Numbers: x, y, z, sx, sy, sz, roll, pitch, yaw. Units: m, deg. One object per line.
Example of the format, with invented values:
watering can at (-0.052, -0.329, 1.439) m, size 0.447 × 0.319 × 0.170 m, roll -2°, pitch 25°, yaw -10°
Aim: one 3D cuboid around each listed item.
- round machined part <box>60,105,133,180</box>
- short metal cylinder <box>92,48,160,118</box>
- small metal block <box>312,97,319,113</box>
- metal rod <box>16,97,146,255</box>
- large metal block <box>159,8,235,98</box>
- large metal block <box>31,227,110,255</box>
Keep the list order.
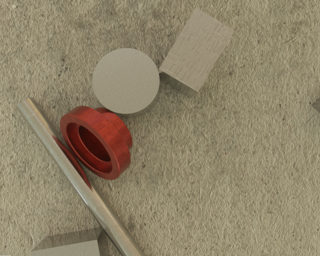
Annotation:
round machined part at (-0.073, 0.013, 0.382) m, size 0.098 × 0.098 × 0.042 m, roll 47°, pitch 55°, yaw -1°
short metal cylinder at (-0.040, -0.055, 0.394) m, size 0.081 × 0.050 × 0.080 m, roll 0°, pitch 86°, yaw 1°
small metal block at (0.244, -0.031, 0.413) m, size 0.050 × 0.025 × 0.050 m, roll 44°, pitch 90°, yaw -1°
metal rod at (-0.091, 0.089, 0.408) m, size 0.025 × 0.025 × 0.299 m, roll -35°, pitch 90°, yaw 0°
large metal block at (0.041, -0.087, 0.383) m, size 0.050 × 0.080 × 0.080 m, roll 31°, pitch 90°, yaw -1°
large metal block at (-0.108, 0.180, 0.396) m, size 0.080 × 0.050 × 0.080 m, roll -10°, pitch 90°, yaw -1°
